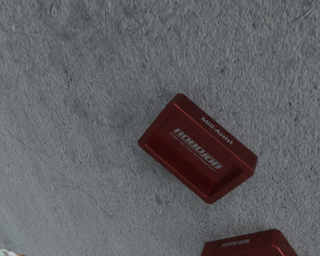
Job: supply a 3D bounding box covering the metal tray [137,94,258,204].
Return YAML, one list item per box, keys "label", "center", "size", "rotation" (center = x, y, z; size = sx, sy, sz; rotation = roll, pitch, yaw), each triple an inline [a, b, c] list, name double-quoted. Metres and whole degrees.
- label: "metal tray"
  center: [0.045, 0.029, 0.397]
  size: [0.130, 0.030, 0.089]
  rotation: [40, 129, 0]

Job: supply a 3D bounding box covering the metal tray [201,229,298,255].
- label: "metal tray"
  center: [0.136, 0.203, 0.457]
  size: [0.130, 0.030, 0.090]
  rotation: [-29, 103, 37]
